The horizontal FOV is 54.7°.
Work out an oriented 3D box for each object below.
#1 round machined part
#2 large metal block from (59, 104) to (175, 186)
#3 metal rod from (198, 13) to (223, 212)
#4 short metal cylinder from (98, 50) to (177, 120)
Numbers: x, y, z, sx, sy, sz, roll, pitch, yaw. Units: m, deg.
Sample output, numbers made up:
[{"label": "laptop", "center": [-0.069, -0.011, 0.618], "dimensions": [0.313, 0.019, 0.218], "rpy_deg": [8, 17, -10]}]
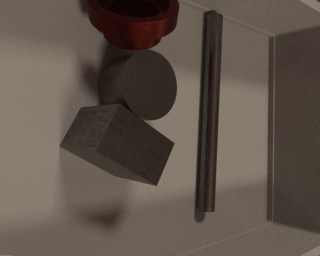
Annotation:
[{"label": "round machined part", "center": [-0.030, -0.124, 0.348], "dimensions": [0.099, 0.098, 0.042], "rpy_deg": [-37, 151, -34]}, {"label": "large metal block", "center": [-0.046, 0.018, 0.334], "dimensions": [0.080, 0.080, 0.050], "rpy_deg": [37, 67, -34]}, {"label": "metal rod", "center": [0.077, -0.024, 0.473], "dimensions": [0.025, 0.025, 0.298], "rpy_deg": [5, 87, -40]}, {"label": "short metal cylinder", "center": [-0.026, -0.049, 0.370], "dimensions": [0.081, 0.050, 0.079], "rpy_deg": [0, 90, -40]}]
